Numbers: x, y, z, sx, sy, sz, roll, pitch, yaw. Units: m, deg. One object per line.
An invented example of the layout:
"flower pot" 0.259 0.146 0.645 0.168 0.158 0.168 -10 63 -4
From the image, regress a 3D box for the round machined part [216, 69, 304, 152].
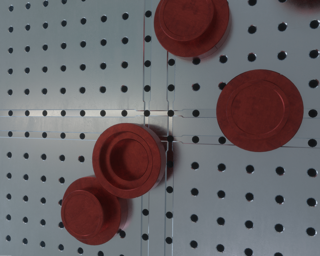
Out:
"round machined part" 0.115 -0.020 0.363 0.098 0.042 0.097 0 90 20

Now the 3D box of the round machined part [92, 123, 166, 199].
"round machined part" -0.038 0.042 0.417 0.098 0.042 0.097 0 90 20

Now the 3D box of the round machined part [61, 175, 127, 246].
"round machined part" -0.100 0.118 0.439 0.098 0.042 0.097 0 90 20

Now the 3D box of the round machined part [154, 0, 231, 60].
"round machined part" 0.038 -0.138 0.391 0.098 0.042 0.097 0 90 20
